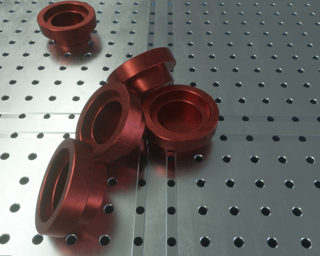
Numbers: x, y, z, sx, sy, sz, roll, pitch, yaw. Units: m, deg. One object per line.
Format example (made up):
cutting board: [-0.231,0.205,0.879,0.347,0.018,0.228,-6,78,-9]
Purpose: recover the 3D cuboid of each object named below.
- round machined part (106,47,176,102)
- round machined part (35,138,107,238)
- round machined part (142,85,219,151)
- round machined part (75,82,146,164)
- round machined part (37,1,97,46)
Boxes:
round machined part: [-0.020,-0.066,0.426,0.099,0.098,0.042,-27,86,-21]
round machined part: [-0.089,0.062,0.321,0.042,0.098,0.098,22,42,-30]
round machined part: [0.025,-0.009,0.404,0.099,0.042,0.098,0,50,0]
round machined part: [-0.056,-0.003,0.378,0.098,0.042,0.098,-21,56,36]
round machined part: [-0.161,-0.182,0.549,0.099,0.042,0.098,0,50,0]
